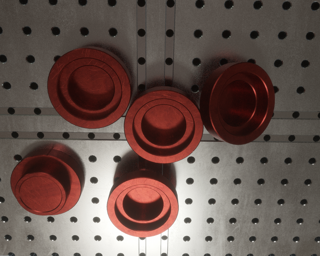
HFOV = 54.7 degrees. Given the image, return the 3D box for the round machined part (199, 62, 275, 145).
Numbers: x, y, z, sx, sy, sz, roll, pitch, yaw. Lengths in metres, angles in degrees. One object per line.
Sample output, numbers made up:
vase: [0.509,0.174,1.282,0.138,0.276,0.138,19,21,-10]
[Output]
round machined part: [0.089,-0.031,0.381,0.099,0.042,0.097,-5,101,-26]

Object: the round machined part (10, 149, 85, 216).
round machined part: [-0.159,0.082,0.432,0.099,0.042,0.097,0,110,-1]

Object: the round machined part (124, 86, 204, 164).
round machined part: [0.005,-0.007,0.401,0.099,0.042,0.097,0,110,1]

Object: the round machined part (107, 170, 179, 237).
round machined part: [-0.024,0.103,0.442,0.099,0.042,0.097,0,110,-1]

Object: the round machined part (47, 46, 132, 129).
round machined part: [-0.083,-0.052,0.384,0.099,0.042,0.097,0,110,-1]
